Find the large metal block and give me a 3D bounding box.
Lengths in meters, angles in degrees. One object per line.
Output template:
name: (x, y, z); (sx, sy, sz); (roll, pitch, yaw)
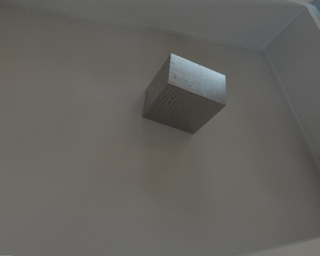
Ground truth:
large metal block: (0.031, -0.042, 0.414); (0.081, 0.080, 0.050); (18, 55, -18)
